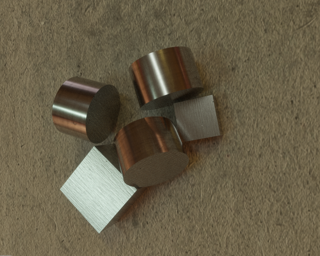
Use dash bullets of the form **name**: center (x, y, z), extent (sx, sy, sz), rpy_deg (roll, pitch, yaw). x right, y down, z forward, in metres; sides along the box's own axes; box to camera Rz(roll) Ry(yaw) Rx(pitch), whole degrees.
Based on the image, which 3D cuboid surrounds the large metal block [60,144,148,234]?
- **large metal block**: center (-0.073, 0.079, 0.421), extent (0.080, 0.050, 0.080), rpy_deg (43, 103, 15)

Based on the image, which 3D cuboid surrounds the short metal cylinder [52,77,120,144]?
- **short metal cylinder**: center (-0.096, -0.024, 0.413), extent (0.050, 0.080, 0.080), rpy_deg (16, 95, 19)

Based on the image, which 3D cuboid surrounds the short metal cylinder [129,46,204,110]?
- **short metal cylinder**: center (0.008, -0.058, 0.377), extent (0.080, 0.080, 0.050), rpy_deg (-19, 84, 19)

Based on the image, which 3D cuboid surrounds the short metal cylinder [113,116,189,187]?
- **short metal cylinder**: center (-0.011, 0.030, 0.377), extent (0.080, 0.080, 0.050), rpy_deg (-33, 56, 17)

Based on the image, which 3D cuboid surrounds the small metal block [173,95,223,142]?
- **small metal block**: center (0.049, -0.011, 0.392), extent (0.050, 0.025, 0.050), rpy_deg (-12, 86, 19)
